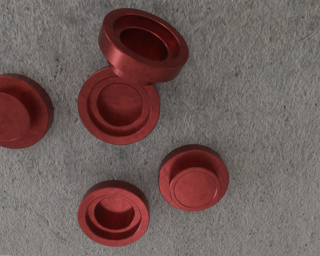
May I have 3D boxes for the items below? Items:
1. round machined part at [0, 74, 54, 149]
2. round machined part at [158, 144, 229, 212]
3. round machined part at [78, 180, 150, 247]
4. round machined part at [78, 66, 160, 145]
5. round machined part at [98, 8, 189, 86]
[{"bbox_3d":[-0.191,-0.017,0.393,0.099,0.042,0.097,0,110,0],"label":"round machined part"},{"bbox_3d":[0.047,0.075,0.429,0.099,0.042,0.097,0,110,0],"label":"round machined part"},{"bbox_3d":[-0.063,0.116,0.443,0.099,0.042,0.097,0,110,0],"label":"round machined part"},{"bbox_3d":[-0.049,-0.032,0.388,0.099,0.042,0.097,0,111,0],"label":"round machined part"},{"bbox_3d":[-0.021,-0.086,0.346,0.098,0.098,0.042,24,135,-9],"label":"round machined part"}]
